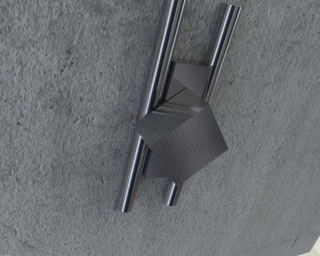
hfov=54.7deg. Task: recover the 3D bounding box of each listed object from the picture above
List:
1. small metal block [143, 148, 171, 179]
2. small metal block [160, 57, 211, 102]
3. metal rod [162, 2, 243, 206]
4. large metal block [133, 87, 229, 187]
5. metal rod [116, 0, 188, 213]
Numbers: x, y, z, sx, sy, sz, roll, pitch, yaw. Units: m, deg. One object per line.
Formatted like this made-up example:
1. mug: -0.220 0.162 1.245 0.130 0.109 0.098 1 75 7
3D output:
1. small metal block: 0.002 0.043 0.436 0.050 0.025 0.050 1 118 -29
2. small metal block: 0.030 -0.059 0.388 0.050 0.025 0.050 1 118 -29
3. metal rod: 0.051 -0.015 0.429 0.025 0.025 0.298 1 118 -29
4. large metal block: 0.027 0.012 0.381 0.080 0.050 0.080 -35 129 -5
5. metal rod: -0.016 -0.016 0.392 0.025 0.025 0.298 1 118 -29
